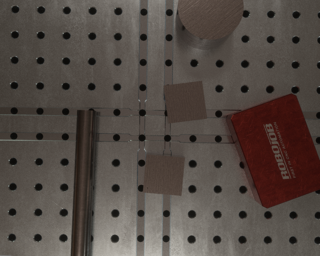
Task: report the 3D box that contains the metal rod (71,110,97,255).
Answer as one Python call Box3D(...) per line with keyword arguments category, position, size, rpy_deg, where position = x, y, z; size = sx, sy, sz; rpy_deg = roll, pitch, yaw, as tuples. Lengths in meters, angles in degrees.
Box3D(category="metal rod", position=(-0.104, 0.126, 0.412), size=(0.025, 0.025, 0.298), rpy_deg=(3, 90, -1))

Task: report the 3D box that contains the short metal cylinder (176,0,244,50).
Box3D(category="short metal cylinder", position=(0.062, -0.147, 0.402), size=(0.081, 0.050, 0.079), rpy_deg=(0, 90, -1))

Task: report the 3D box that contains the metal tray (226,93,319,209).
Box3D(category="metal tray", position=(0.154, 0.029, 0.413), size=(0.090, 0.030, 0.129), rpy_deg=(-20, 90, -1))

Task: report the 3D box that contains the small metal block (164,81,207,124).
Box3D(category="small metal block", position=(0.033, -0.034, 0.414), size=(0.050, 0.025, 0.050), rpy_deg=(-7, 90, -1))

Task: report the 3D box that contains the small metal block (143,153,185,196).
Box3D(category="small metal block", position=(0.005, 0.061, 0.414), size=(0.050, 0.025, 0.050), rpy_deg=(5, 90, -1))
